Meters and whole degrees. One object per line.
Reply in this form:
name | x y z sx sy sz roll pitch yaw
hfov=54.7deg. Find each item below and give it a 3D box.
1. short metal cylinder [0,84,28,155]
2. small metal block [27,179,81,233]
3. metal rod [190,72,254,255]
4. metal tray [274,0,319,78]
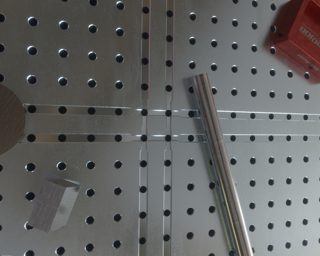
short metal cylinder | -0.186 -0.009 0.331 0.081 0.050 0.080 0 90 -20
small metal block | -0.118 0.086 0.353 0.025 0.050 0.050 19 83 6
metal rod | 0.093 0.069 0.446 0.025 0.025 0.298 -17 96 -19
metal tray | 0.258 -0.144 0.504 0.131 0.030 0.090 29 80 -18
